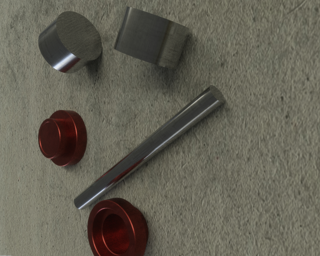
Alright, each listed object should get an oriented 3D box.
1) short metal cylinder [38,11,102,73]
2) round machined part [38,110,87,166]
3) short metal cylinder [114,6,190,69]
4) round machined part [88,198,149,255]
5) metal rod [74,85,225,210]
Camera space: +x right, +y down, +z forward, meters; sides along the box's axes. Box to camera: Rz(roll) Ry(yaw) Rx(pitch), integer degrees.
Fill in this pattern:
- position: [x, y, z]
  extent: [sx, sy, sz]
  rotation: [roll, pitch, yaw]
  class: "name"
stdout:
- position: [-0.138, -0.132, 0.480]
  extent: [0.050, 0.081, 0.080]
  rotation: [-21, 77, 38]
  class: "short metal cylinder"
- position: [-0.173, 0.017, 0.534]
  extent: [0.098, 0.042, 0.097]
  rotation: [0, 90, 39]
  class: "round machined part"
- position: [-0.010, -0.109, 0.376]
  extent: [0.080, 0.081, 0.050]
  rotation: [31, 109, 35]
  class: "short metal cylinder"
- position: [-0.055, 0.147, 0.437]
  extent: [0.098, 0.042, 0.097]
  rotation: [0, 90, 39]
  class: "round machined part"
- position: [-0.033, 0.042, 0.429]
  extent: [0.299, 0.025, 0.025]
  rotation: [-40, 66, 32]
  class: "metal rod"
